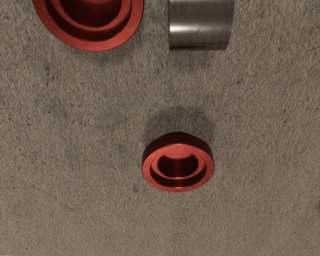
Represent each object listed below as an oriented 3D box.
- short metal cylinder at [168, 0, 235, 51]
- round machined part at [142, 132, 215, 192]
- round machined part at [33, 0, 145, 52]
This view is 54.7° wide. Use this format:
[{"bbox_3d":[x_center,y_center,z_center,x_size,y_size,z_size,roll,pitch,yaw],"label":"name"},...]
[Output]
[{"bbox_3d":[0.033,-0.110,0.278,0.050,0.080,0.079,-1,130,0],"label":"short metal cylinder"},{"bbox_3d":[0.025,0.043,0.434,0.099,0.042,0.097,-1,130,0],"label":"round machined part"},{"bbox_3d":[-0.063,-0.125,0.289,0.099,0.042,0.097,-1,130,0],"label":"round machined part"}]
